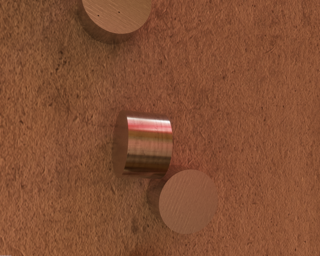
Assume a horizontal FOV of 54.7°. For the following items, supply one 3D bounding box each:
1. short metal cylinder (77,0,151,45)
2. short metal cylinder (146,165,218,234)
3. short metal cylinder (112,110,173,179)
[{"bbox_3d":[-0.056,-0.147,0.374,0.081,0.050,0.080,0,90,-20],"label":"short metal cylinder"},{"bbox_3d":[0.028,0.091,0.406,0.081,0.050,0.080,0,90,-20],"label":"short metal cylinder"},{"bbox_3d":[-0.024,0.020,0.371,0.050,0.080,0.080,5,89,-20],"label":"short metal cylinder"}]
